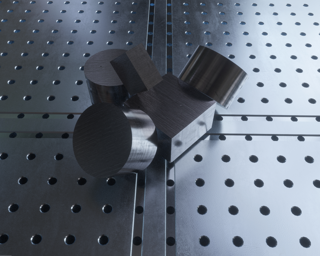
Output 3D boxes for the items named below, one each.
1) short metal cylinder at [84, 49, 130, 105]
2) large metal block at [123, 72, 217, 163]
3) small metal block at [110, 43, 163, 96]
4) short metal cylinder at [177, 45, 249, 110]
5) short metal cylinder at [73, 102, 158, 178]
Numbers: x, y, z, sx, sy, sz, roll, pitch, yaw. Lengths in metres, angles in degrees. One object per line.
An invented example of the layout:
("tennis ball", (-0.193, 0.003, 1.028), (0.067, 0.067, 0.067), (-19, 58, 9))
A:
("short metal cylinder", (-0.064, -0.069, 0.444), (0.081, 0.050, 0.080), (0, 50, 0))
("large metal block", (0.012, -0.016, 0.397), (0.080, 0.050, 0.080), (37, 59, 26))
("small metal block", (-0.030, -0.071, 0.382), (0.025, 0.050, 0.050), (-38, 16, -25))
("short metal cylinder", (0.070, -0.067, 0.415), (0.080, 0.080, 0.050), (36, 97, 26))
("short metal cylinder", (-0.050, 0.014, 0.347), (0.080, 0.050, 0.080), (-2, 85, 29))
